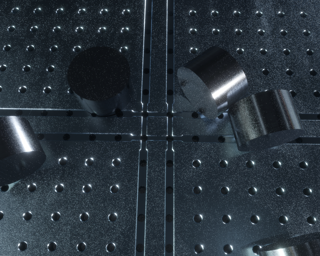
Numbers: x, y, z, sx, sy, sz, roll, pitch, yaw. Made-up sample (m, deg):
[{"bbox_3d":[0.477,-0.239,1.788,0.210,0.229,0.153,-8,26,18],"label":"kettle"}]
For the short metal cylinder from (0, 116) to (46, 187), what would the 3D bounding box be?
[{"bbox_3d":[-0.186,0.030,0.370,0.080,0.080,0.050,-30,73,-10],"label":"short metal cylinder"}]

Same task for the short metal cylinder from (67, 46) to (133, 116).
[{"bbox_3d":[-0.078,-0.063,0.421,0.081,0.050,0.080,0,70,0],"label":"short metal cylinder"}]

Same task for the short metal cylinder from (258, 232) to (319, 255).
[{"bbox_3d":[0.153,0.146,0.330,0.081,0.080,0.050,-14,71,-5],"label":"short metal cylinder"}]

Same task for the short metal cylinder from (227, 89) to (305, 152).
[{"bbox_3d":[0.130,-0.007,0.386,0.081,0.080,0.050,-10,71,-4],"label":"short metal cylinder"}]

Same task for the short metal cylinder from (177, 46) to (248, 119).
[{"bbox_3d":[0.067,-0.058,0.404,0.050,0.080,0.080,-36,74,-12],"label":"short metal cylinder"}]
